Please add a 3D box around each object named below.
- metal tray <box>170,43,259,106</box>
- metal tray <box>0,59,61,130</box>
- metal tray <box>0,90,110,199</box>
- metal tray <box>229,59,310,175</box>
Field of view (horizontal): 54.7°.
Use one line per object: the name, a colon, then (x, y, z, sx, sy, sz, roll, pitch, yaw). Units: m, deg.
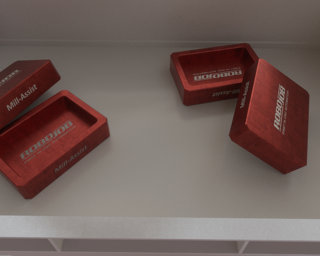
metal tray: (0.089, -0.085, 0.473, 0.131, 0.030, 0.090, -10, 51, -8)
metal tray: (-0.210, -0.044, 0.416, 0.090, 0.030, 0.130, 8, 46, 36)
metal tray: (-0.140, 0.014, 0.388, 0.090, 0.030, 0.131, 34, 57, 25)
metal tray: (0.143, -0.018, 0.391, 0.090, 0.030, 0.130, 32, 52, -11)
